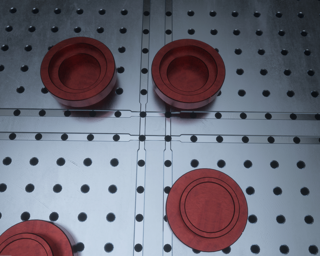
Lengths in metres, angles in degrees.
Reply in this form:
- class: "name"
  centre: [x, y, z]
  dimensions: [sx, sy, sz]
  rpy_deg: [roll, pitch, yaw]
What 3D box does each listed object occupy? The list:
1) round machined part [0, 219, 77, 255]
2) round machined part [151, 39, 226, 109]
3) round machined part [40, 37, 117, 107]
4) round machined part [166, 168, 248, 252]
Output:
- class: "round machined part"
  centre: [-0.146, 0.153, 0.345]
  dimensions: [0.099, 0.042, 0.098]
  rpy_deg: [0, 70, -1]
- class: "round machined part"
  centre: [0.038, -0.070, 0.429]
  dimensions: [0.099, 0.042, 0.098]
  rpy_deg: [0, 70, -1]
- class: "round machined part"
  centre: [-0.109, -0.073, 0.428]
  dimensions: [0.099, 0.042, 0.098]
  rpy_deg: [0, 70, -1]
- class: "round machined part"
  centre: [0.056, 0.096, 0.368]
  dimensions: [0.099, 0.042, 0.098]
  rpy_deg: [0, 70, -1]
